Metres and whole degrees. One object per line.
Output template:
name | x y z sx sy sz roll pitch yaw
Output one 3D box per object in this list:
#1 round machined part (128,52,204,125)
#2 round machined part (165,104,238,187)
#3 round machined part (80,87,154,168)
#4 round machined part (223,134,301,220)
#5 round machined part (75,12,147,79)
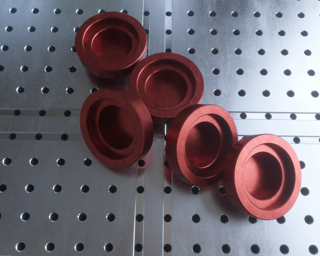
round machined part | 0.008 -0.050 0.421 0.099 0.042 0.098 0 70 0
round machined part | 0.046 0.019 0.379 0.099 0.042 0.097 -4 98 -34
round machined part | -0.049 -0.003 0.385 0.098 0.097 0.042 43 33 13
round machined part | 0.116 0.056 0.370 0.099 0.042 0.097 2 84 -23
round machined part | -0.067 -0.114 0.443 0.099 0.042 0.098 0 70 -1
